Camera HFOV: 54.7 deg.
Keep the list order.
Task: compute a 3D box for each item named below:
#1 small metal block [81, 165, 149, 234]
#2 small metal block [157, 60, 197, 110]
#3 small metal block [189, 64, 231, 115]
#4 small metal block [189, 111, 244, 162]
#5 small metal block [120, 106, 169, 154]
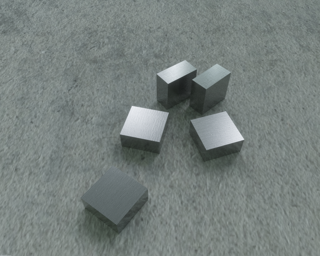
[{"bbox_3d":[-0.048,0.077,0.338,0.050,0.025,0.050,30,56,22],"label":"small metal block"},{"bbox_3d":[0.023,-0.061,0.438,0.050,0.050,0.025,-30,57,-23],"label":"small metal block"},{"bbox_3d":[0.069,-0.054,0.433,0.050,0.050,0.025,-35,59,-26],"label":"small metal block"},{"bbox_3d":[0.071,0.010,0.396,0.050,0.025,0.050,-14,52,-12],"label":"small metal block"},{"bbox_3d":[-0.019,0.002,0.402,0.050,0.025,0.050,11,51,8],"label":"small metal block"}]
